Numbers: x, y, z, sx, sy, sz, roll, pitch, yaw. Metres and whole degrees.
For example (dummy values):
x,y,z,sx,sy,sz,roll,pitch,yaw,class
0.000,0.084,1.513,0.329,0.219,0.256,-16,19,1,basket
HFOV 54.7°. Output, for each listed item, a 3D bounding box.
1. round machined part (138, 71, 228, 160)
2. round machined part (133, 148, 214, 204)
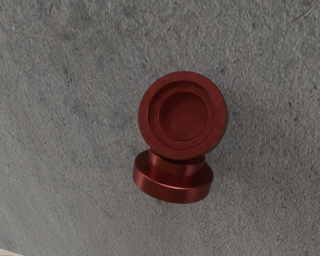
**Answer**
x,y,z,sx,sy,sz,roll,pitch,yaw,class
0.028,-0.012,0.354,0.098,0.042,0.097,-2,82,18,round machined part
0.018,0.046,0.381,0.098,0.098,0.042,18,113,18,round machined part
